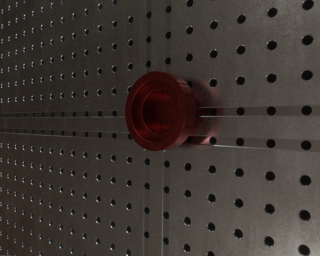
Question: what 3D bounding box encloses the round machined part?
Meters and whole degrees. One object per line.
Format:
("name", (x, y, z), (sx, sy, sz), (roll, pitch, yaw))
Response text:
("round machined part", (0.005, -0.021, 0.392), (0.098, 0.042, 0.097), (0, 90, 39))
